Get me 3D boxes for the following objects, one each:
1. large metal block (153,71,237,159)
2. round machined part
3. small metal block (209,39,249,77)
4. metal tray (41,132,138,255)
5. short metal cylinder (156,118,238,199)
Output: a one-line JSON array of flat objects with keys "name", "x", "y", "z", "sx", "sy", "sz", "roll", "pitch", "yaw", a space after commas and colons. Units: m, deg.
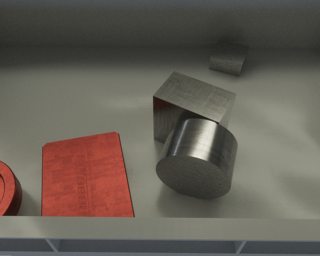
[{"name": "large metal block", "x": 0.039, "y": -0.012, "z": 0.380, "sx": 0.080, "sy": 0.080, "sz": 0.050, "roll": 24, "pitch": 54, "yaw": 18}, {"name": "round machined part", "x": -0.194, "y": 0.082, "z": 0.323, "sx": 0.099, "sy": 0.042, "sz": 0.098, "roll": 0, "pitch": 50, "yaw": 0}, {"name": "small metal block", "x": 0.112, "y": -0.114, "z": 0.502, "sx": 0.050, "sy": 0.025, "sz": 0.050, "roll": 18, "pitch": 52, "yaw": 14}, {"name": "metal tray", "x": -0.080, "y": 0.068, "z": 0.343, "sx": 0.091, "sy": 0.030, "sz": 0.130, "roll": -10, "pitch": 51, "yaw": -9}, {"name": "short metal cylinder", "x": 0.041, "y": 0.035, "z": 0.341, "sx": 0.080, "sy": 0.080, "sz": 0.050, "roll": 13, "pitch": 51, "yaw": 10}]
